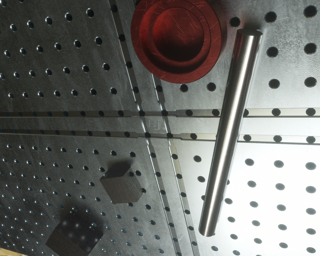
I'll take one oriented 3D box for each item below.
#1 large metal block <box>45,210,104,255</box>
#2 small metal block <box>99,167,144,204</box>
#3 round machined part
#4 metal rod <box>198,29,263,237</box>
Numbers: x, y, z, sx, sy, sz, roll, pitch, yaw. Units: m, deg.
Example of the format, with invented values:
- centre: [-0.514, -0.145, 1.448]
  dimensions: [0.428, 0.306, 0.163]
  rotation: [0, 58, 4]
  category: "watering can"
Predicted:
- centre: [-0.173, 0.224, 0.622]
  dimensions: [0.080, 0.050, 0.080]
  rotation: [38, 129, 2]
  category: "large metal block"
- centre: [-0.061, 0.093, 0.500]
  dimensions: [0.050, 0.025, 0.050]
  rotation: [-13, 112, 33]
  category: "small metal block"
- centre: [0.023, -0.100, 0.326]
  dimensions: [0.098, 0.042, 0.097]
  rotation: [13, 124, 20]
  category: "round machined part"
- centre: [0.080, 0.030, 0.386]
  dimensions: [0.025, 0.025, 0.298]
  rotation: [17, 125, 18]
  category: "metal rod"
